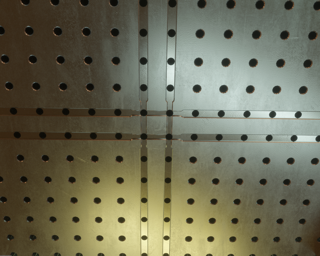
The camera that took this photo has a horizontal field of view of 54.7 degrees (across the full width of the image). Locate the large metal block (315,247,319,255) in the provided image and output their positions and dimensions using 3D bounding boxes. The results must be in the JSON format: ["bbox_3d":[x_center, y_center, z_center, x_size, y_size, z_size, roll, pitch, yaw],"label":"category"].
[{"bbox_3d":[0.292,0.194,0.458,0.050,0.080,0.080,24,108,-9],"label":"large metal block"}]
